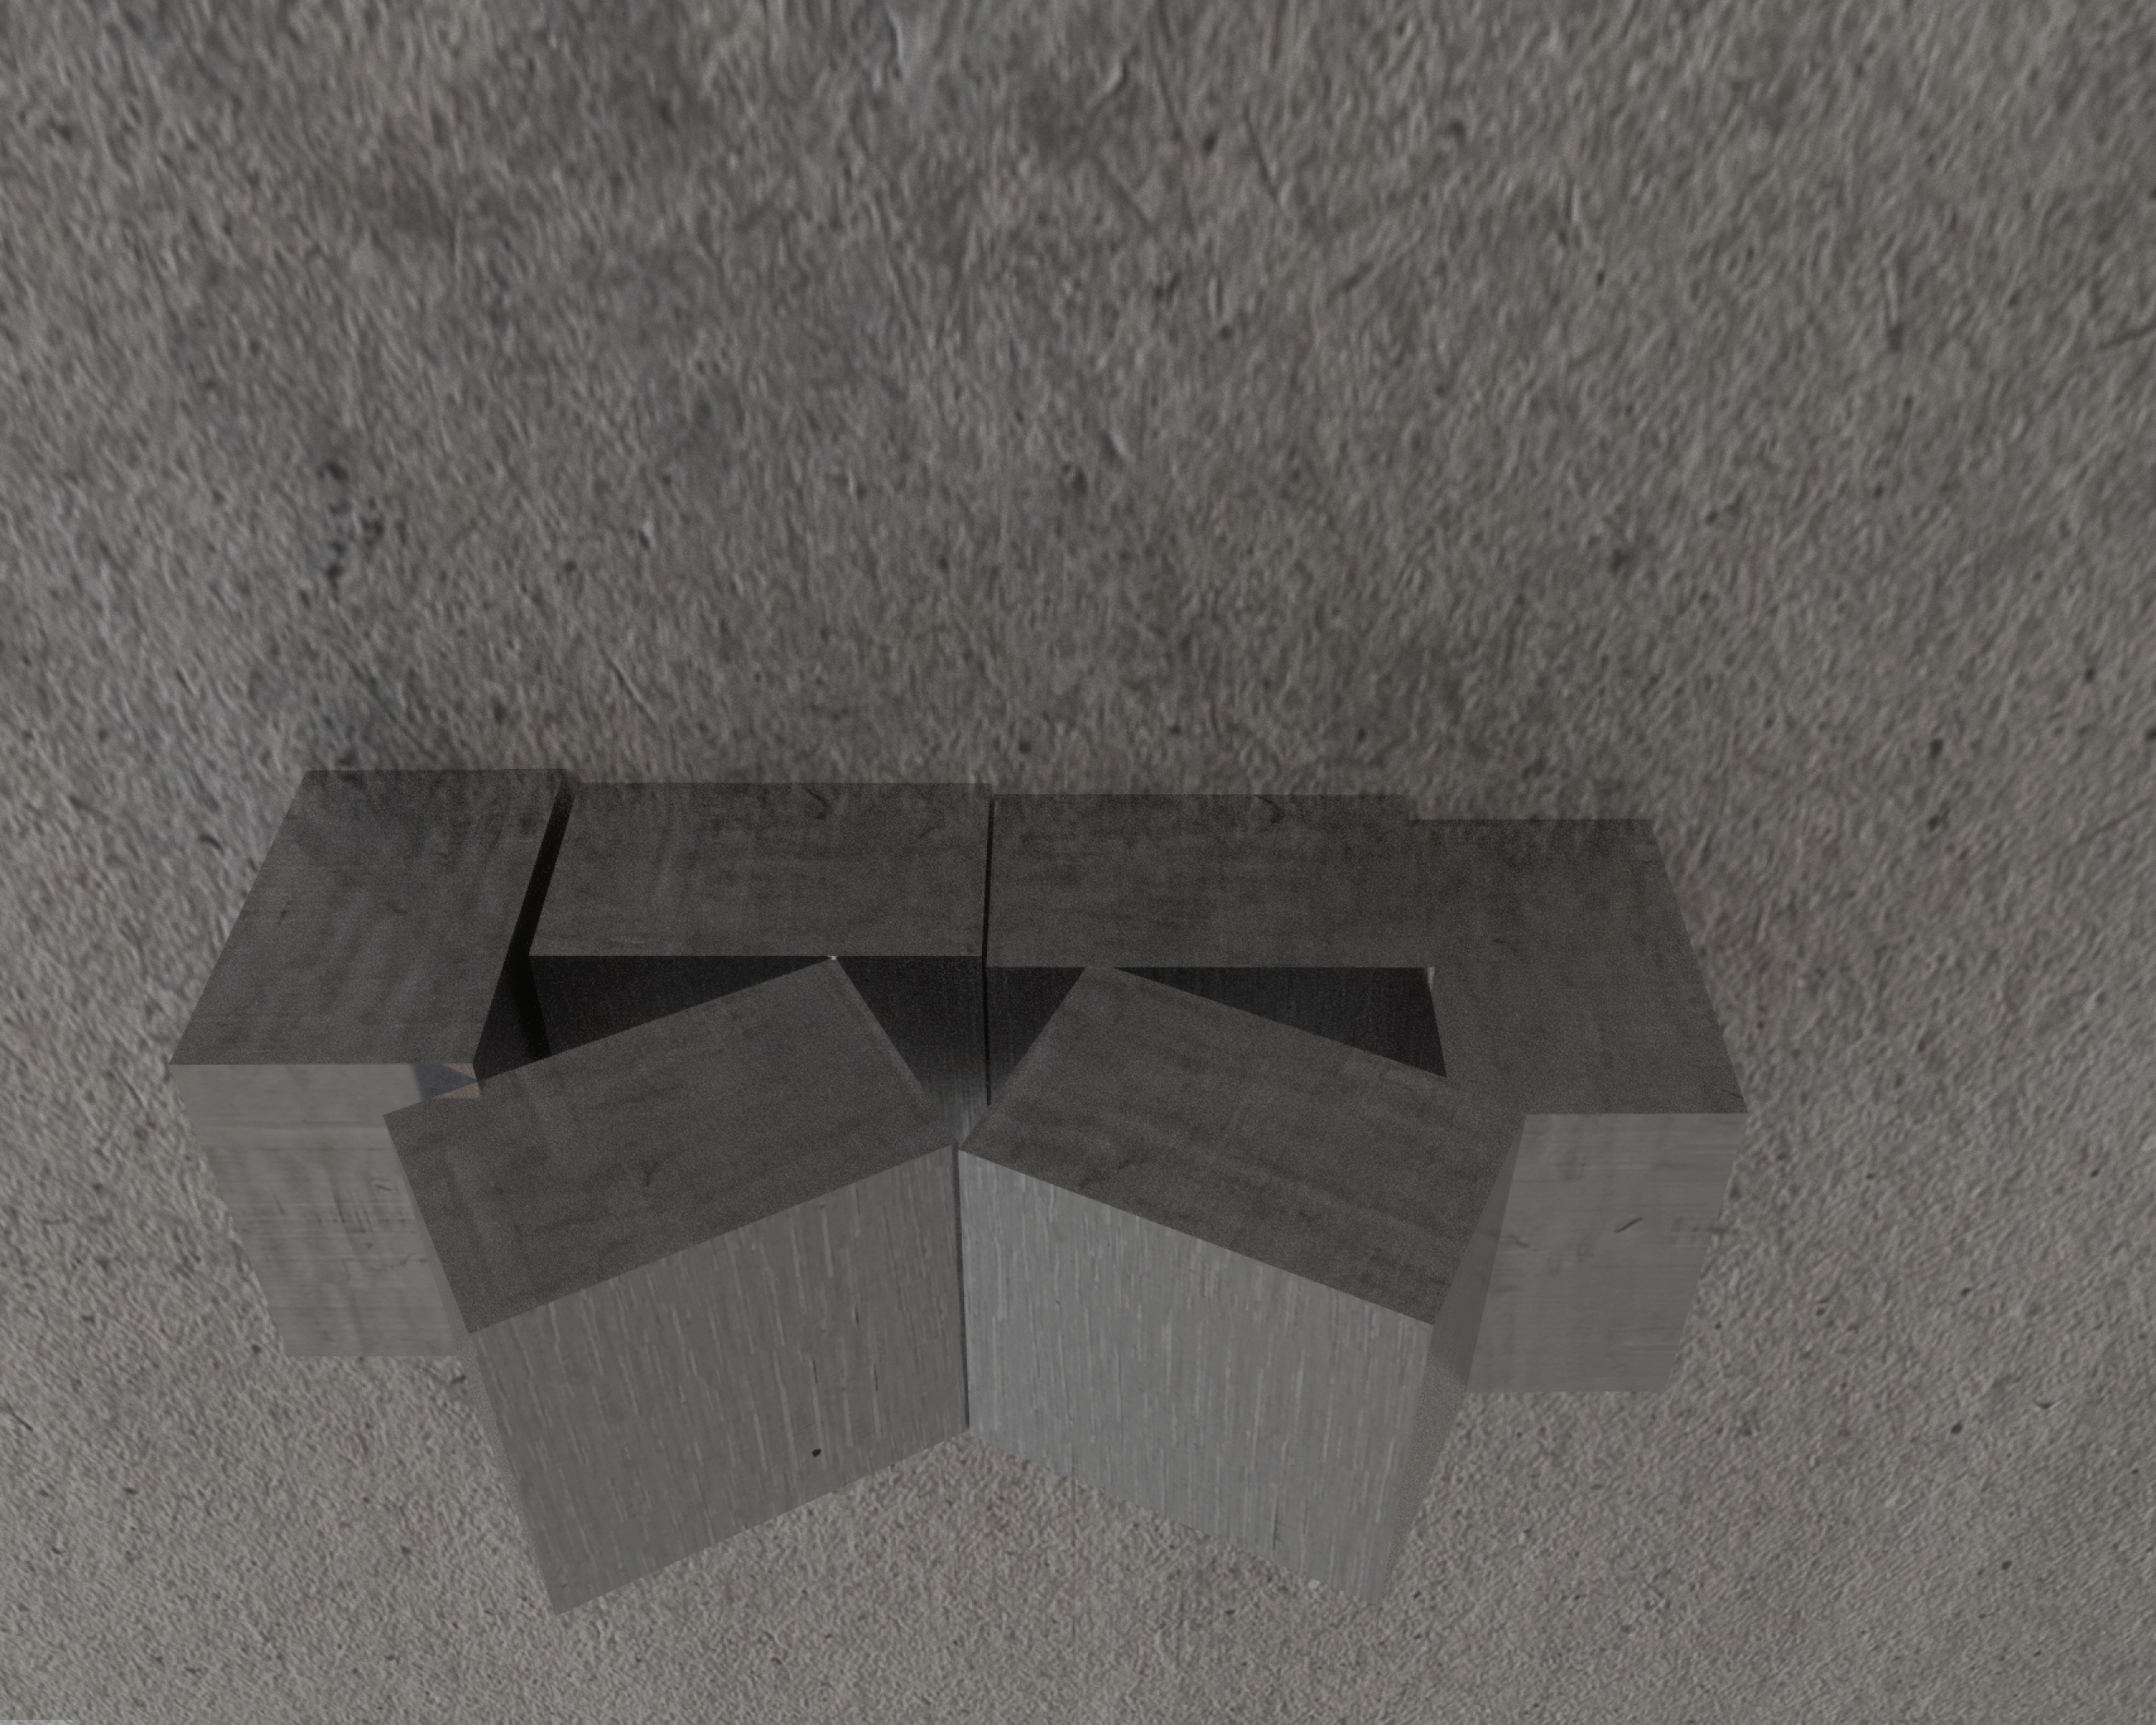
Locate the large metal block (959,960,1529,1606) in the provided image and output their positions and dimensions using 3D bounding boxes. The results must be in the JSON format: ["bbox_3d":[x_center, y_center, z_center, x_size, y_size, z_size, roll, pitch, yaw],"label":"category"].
[{"bbox_3d":[0.027,0.074,0.368,0.080,0.050,0.079,18,133,19],"label":"large metal block"}]

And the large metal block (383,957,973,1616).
[{"bbox_3d":[-0.067,0.074,0.366,0.081,0.050,0.079,-19,134,-21],"label":"large metal block"}]

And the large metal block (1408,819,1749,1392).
[{"bbox_3d":[0.089,0.047,0.412,0.050,0.080,0.079,0,130,0],"label":"large metal block"}]

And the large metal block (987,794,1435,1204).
[{"bbox_3d":[0.024,0.033,0.419,0.081,0.050,0.079,0,130,0],"label":"large metal block"}]

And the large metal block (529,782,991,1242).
[{"bbox_3d":[-0.058,0.031,0.416,0.081,0.050,0.079,0,130,0],"label":"large metal block"}]

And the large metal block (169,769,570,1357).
[{"bbox_3d":[-0.125,0.038,0.402,0.050,0.080,0.079,0,130,0],"label":"large metal block"}]
